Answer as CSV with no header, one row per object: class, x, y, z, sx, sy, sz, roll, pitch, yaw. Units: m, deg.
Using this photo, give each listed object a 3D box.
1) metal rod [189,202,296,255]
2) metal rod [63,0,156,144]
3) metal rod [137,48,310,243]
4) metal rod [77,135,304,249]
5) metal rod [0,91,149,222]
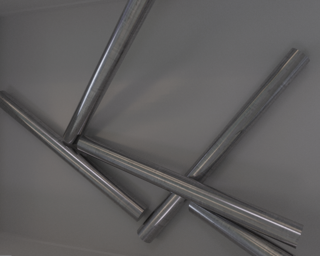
metal rod,0.140,0.143,0.289,0.300,0.025,0.025,25,100,46
metal rod,-0.058,-0.081,0.370,0.025,0.025,0.298,48,128,13
metal rod,0.070,0.031,0.385,0.025,0.025,0.299,42,103,15
metal rod,0.014,0.066,0.380,0.300,0.025,0.025,19,97,28
metal rod,-0.141,0.033,0.460,0.300,0.025,0.025,35,101,16
